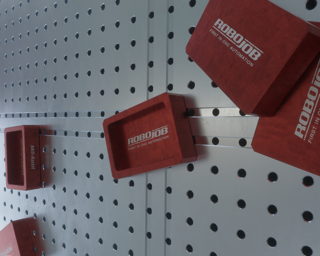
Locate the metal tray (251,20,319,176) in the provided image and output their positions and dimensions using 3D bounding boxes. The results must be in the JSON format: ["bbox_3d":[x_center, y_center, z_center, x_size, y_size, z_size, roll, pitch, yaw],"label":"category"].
[{"bbox_3d":[0.148,-0.026,0.285,0.090,0.030,0.129,22,104,38],"label":"metal tray"}]

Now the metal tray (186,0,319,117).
[{"bbox_3d":[0.084,-0.084,0.310,0.089,0.030,0.130,-62,40,29],"label":"metal tray"}]

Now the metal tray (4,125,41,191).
[{"bbox_3d":[-0.288,0.061,0.645,0.090,0.030,0.129,-6,86,40],"label":"metal tray"}]

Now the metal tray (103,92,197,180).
[{"bbox_3d":[-0.020,0.015,0.423,0.130,0.030,0.090,-20,78,38],"label":"metal tray"}]

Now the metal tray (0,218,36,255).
[{"bbox_3d":[-0.323,0.264,0.676,0.130,0.030,0.090,-38,67,33],"label":"metal tray"}]
